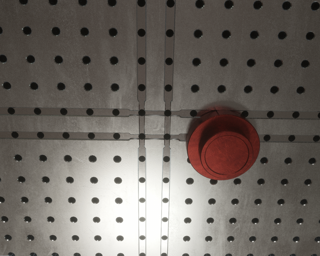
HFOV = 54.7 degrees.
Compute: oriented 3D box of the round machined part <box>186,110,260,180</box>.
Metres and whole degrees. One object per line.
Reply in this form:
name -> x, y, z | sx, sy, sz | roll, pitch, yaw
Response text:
round machined part -> 0.086, 0.028, 0.416 | 0.099, 0.042, 0.097 | 0, 110, -1
